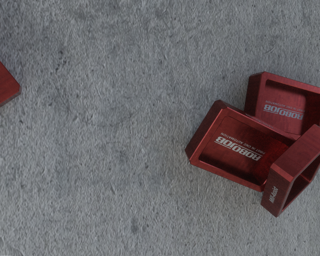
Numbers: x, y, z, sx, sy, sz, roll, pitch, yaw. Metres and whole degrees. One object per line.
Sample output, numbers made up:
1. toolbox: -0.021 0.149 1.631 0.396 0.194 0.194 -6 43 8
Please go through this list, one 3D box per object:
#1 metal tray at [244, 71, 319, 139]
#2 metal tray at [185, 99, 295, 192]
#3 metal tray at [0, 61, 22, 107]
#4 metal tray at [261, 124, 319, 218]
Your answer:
1. metal tray: 0.194 -0.027 0.477 0.131 0.030 0.090 11 86 -20
2. metal tray: 0.112 0.028 0.428 0.131 0.030 0.089 24 108 -19
3. metal tray: -0.225 -0.067 0.323 0.090 0.030 0.130 -39 103 -16
4. metal tray: 0.187 0.064 0.431 0.090 0.030 0.130 -38 146 -16
